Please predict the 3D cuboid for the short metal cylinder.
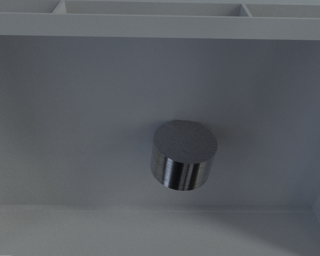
[{"bbox_3d":[0.030,0.034,0.403,0.081,0.080,0.050,4,130,-4],"label":"short metal cylinder"}]
